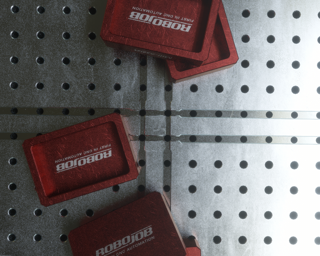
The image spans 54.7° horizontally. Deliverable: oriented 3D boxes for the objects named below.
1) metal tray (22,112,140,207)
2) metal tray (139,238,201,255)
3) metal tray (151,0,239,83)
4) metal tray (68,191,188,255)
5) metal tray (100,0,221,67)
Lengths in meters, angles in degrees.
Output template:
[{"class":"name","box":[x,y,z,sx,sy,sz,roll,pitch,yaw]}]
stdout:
[{"class":"metal tray","box":[-0.101,0.040,0.409,0.131,0.030,0.090,-17,90,-1]},{"class":"metal tray","box":[0.011,0.219,0.411,0.091,0.030,0.129,-4,90,-1]},{"class":"metal tray","box":[0.041,-0.134,0.411,0.091,0.030,0.129,-16,90,-1]},{"class":"metal tray","box":[-0.041,0.149,0.393,0.131,0.030,0.090,-25,66,0]},{"class":"metal tray","box":[0.001,-0.134,0.380,0.131,0.030,0.089,12,90,-1]}]
